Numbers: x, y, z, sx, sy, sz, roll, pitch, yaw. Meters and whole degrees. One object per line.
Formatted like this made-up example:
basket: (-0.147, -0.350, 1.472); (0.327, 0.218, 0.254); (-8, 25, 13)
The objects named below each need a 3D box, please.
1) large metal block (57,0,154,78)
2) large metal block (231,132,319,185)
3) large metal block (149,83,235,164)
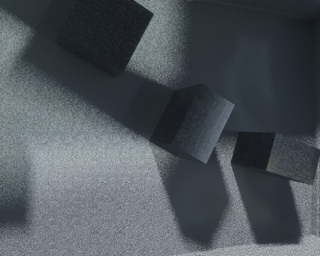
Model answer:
large metal block: (-0.066, -0.119, 0.373); (0.080, 0.050, 0.080); (29, 81, -18)
large metal block: (0.163, 0.041, 0.443); (0.081, 0.080, 0.050); (19, 84, -20)
large metal block: (0.037, -0.005, 0.396); (0.050, 0.080, 0.080); (31, 80, -18)
